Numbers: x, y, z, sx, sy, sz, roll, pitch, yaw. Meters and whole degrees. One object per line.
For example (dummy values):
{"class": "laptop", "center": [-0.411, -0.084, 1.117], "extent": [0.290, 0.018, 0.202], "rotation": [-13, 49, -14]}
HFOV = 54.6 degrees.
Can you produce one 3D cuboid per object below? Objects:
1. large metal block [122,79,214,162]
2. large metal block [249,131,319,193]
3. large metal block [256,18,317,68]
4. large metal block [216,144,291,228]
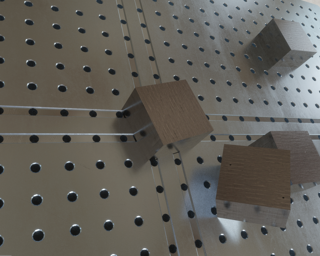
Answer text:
{"class": "large metal block", "center": [0.009, -0.011, 0.403], "extent": [0.081, 0.050, 0.080], "rotation": [-15, 69, -34]}
{"class": "large metal block", "center": [0.191, 0.051, 0.463], "extent": [0.081, 0.050, 0.080], "rotation": [0, 62, -28]}
{"class": "large metal block", "center": [0.259, -0.173, 0.636], "extent": [0.081, 0.050, 0.080], "rotation": [-4, 64, -30]}
{"class": "large metal block", "center": [0.116, 0.070, 0.387], "extent": [0.080, 0.050, 0.080], "rotation": [5, 52, 17]}
